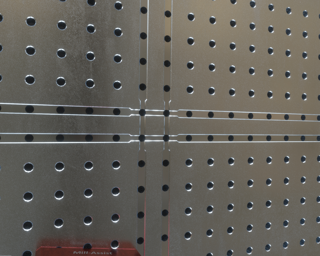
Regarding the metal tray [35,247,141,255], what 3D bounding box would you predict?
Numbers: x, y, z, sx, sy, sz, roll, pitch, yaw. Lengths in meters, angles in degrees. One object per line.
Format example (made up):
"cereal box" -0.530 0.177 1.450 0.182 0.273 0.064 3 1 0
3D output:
"metal tray" -0.089 0.197 0.377 0.131 0.030 0.089 10 87 -20
